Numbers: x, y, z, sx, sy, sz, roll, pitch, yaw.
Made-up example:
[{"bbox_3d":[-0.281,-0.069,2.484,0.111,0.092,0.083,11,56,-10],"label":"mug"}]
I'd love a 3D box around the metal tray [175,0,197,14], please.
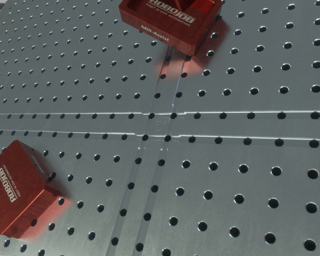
[{"bbox_3d":[-0.002,-0.226,0.501,0.030,0.090,0.130,-43,48,-13],"label":"metal tray"}]

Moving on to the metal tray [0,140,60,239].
[{"bbox_3d":[-0.217,0.088,0.467,0.090,0.030,0.130,-47,51,-5],"label":"metal tray"}]

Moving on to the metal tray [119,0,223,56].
[{"bbox_3d":[0.016,-0.178,0.470,0.130,0.030,0.090,30,77,9],"label":"metal tray"}]
